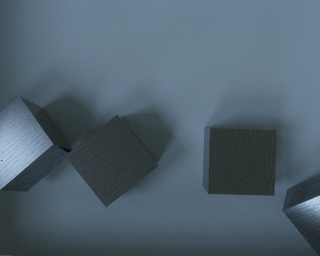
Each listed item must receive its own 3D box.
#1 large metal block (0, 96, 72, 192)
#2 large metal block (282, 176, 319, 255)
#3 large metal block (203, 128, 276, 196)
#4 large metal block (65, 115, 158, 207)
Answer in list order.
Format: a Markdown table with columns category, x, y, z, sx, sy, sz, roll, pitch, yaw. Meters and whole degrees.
| category | x | y | z | sx | sy | sz | roll | pitch | yaw |
| --- | --- | --- | --- | --- | --- | --- | --- | --- | --- |
| large metal block | -0.171 | 0.021 | 0.386 | 0.080 | 0.050 | 0.080 | -41 | 72 | 0 |
| large metal block | 0.214 | 0.105 | 0.382 | 0.080 | 0.050 | 0.080 | -38 | 90 | 35 |
| large metal block | 0.100 | 0.041 | 0.400 | 0.081 | 0.050 | 0.080 | 2 | 90 | 0 |
| large metal block | -0.058 | 0.040 | 0.398 | 0.080 | 0.050 | 0.080 | -38 | 90 | 0 |
